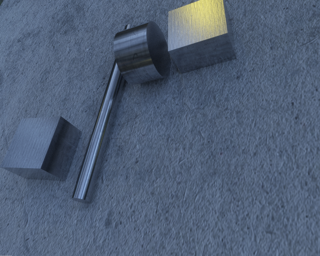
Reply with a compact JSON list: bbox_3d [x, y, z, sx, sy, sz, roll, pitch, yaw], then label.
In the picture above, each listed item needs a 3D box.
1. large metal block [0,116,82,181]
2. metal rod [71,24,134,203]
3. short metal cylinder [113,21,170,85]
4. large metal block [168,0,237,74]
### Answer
[{"bbox_3d":[-0.174,0.031,0.460,0.080,0.050,0.080,-2,61,27],"label":"large metal block"},{"bbox_3d":[-0.076,-0.038,0.466,0.025,0.025,0.300,-3,60,27],"label":"metal rod"},{"bbox_3d":[-0.024,-0.106,0.446,0.050,0.080,0.080,-10,57,23],"label":"short metal cylinder"},{"bbox_3d":[0.059,-0.133,0.439,0.080,0.050,0.080,-12,57,21],"label":"large metal block"}]
